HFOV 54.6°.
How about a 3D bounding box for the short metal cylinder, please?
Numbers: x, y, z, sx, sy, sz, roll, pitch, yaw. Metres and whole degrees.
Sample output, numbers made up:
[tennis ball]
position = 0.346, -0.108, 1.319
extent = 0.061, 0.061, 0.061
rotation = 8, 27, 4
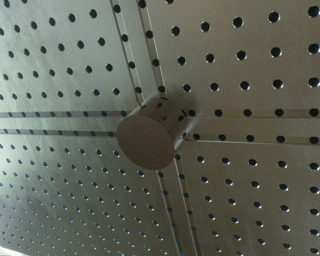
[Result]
[short metal cylinder]
position = -0.008, 0.008, 0.405
extent = 0.080, 0.050, 0.080
rotation = 13, 124, 21
